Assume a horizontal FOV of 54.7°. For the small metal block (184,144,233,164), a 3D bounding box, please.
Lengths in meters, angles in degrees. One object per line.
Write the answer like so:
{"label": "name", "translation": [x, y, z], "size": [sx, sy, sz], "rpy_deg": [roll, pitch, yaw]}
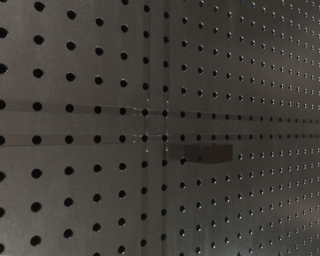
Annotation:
{"label": "small metal block", "translation": [0.071, 0.036, 0.455], "size": [0.050, 0.050, 0.025], "rpy_deg": [-1, 91, -40]}
